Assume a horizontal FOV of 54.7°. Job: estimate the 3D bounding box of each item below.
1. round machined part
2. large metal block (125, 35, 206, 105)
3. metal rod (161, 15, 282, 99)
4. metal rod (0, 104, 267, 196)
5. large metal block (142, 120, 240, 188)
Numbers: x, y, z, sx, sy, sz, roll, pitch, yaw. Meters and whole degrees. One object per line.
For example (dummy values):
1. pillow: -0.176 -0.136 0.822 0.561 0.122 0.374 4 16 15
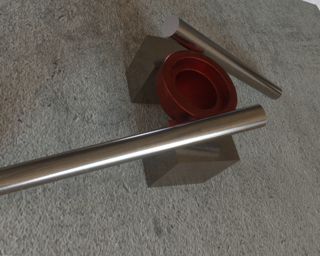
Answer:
1. round machined part: 0.038 -0.040 0.366 0.099 0.042 0.098 14 56 -21
2. large metal block: 0.008 -0.074 0.421 0.081 0.080 0.050 1 62 -28
3. metal rod: 0.110 -0.088 0.452 0.302 0.025 0.025 14 53 -47
4. metal rod: -0.039 0.023 0.300 0.302 0.025 0.025 -14 67 -10
5. large metal block: 0.032 0.032 0.369 0.081 0.080 0.050 1 62 -28
